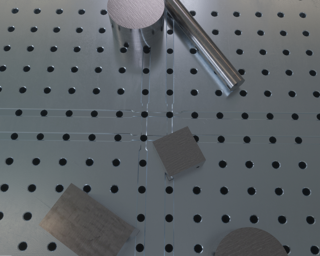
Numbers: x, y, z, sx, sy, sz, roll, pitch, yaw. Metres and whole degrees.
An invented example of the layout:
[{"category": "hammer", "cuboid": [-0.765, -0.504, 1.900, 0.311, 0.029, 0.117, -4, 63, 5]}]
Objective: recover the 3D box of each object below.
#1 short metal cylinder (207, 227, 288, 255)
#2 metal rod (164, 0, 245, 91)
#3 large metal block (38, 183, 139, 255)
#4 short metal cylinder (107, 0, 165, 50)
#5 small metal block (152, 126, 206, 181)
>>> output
[{"category": "short metal cylinder", "cuboid": [0.096, 0.153, 0.343, 0.081, 0.050, 0.080, 0, 70, 0]}, {"category": "metal rod", "cuboid": [0.028, -0.179, 0.477, 0.025, 0.025, 0.299, -31, 73, -11]}, {"category": "large metal block", "cuboid": [-0.072, 0.110, 0.342, 0.080, 0.080, 0.050, 32, 73, 11]}, {"category": "short metal cylinder", "cuboid": [-0.034, -0.164, 0.458, 0.081, 0.050, 0.080, 0, 70, 0]}, {"category": "small metal block", "cuboid": [0.024, 0.033, 0.400, 0.050, 0.025, 0.050, -24, 72, -9]}]
